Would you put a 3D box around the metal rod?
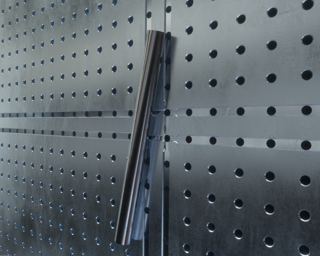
[{"bbox_3d":[-0.029,0.018,0.430,0.025,0.025,0.298,16,100,38],"label":"metal rod"}]
